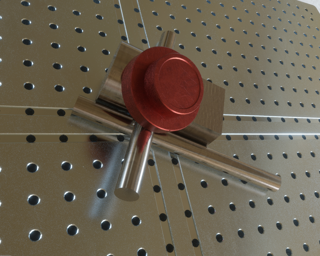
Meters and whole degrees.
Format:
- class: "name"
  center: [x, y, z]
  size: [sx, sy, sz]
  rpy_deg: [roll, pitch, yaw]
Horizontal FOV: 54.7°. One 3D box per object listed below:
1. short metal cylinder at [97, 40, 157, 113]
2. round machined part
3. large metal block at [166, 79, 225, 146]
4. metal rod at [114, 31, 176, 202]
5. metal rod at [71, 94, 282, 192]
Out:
- class: "short metal cylinder"
  center: [-0.041, -0.063, 0.389]
  size: [0.050, 0.080, 0.080]
  rpy_deg: [23, 53, -15]
- class: "round machined part"
  center: [0.010, -0.045, 0.347]
  size: [0.099, 0.042, 0.097]
  rpy_deg: [7, 78, -34]
- class: "large metal block"
  center: [0.040, -0.027, 0.427]
  size: [0.080, 0.050, 0.080]
  rpy_deg: [23, 53, -15]
- class: "metal rod"
  center: [-0.009, -0.042, 0.405]
  size: [0.025, 0.025, 0.300]
  rpy_deg: [25, 45, -13]
- class: "metal rod"
  center: [0.033, 0.026, 0.411]
  size: [0.302, 0.025, 0.025]
  rpy_deg: [22, 53, -15]
